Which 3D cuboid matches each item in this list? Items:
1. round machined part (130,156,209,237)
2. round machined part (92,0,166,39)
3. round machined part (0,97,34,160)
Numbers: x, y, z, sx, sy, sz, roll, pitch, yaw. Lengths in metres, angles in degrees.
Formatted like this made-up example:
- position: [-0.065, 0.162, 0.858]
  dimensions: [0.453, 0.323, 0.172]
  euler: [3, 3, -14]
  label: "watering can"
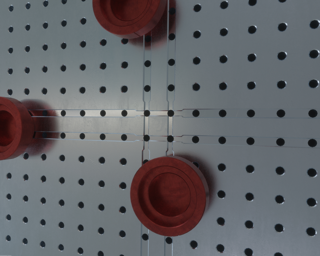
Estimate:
- position: [0.015, 0.084, 0.399]
  dimensions: [0.098, 0.042, 0.097]
  euler: [0, 90, 20]
  label: "round machined part"
- position: [-0.037, -0.169, 0.417]
  dimensions: [0.098, 0.042, 0.097]
  euler: [0, 90, 20]
  label: "round machined part"
- position: [-0.240, 0.001, 0.489]
  dimensions: [0.098, 0.042, 0.097]
  euler: [0, 90, 20]
  label: "round machined part"
